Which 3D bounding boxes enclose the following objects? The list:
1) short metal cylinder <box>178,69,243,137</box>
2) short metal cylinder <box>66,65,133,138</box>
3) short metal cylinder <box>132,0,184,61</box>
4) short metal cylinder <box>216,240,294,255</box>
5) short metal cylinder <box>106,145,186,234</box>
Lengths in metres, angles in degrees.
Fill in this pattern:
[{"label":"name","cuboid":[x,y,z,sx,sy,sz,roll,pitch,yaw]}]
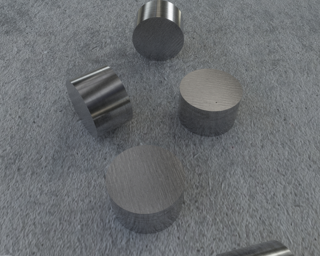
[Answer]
[{"label":"short metal cylinder","cuboid":[0.066,-0.035,0.417,0.080,0.050,0.080,0,50,0]},{"label":"short metal cylinder","cuboid":[-0.078,-0.034,0.395,0.050,0.080,0.080,-29,56,-22]},{"label":"short metal cylinder","cuboid":[-0.002,-0.155,0.498,0.080,0.080,0.050,2,50,1]},{"label":"short metal cylinder","cuboid":[0.083,0.138,0.252,0.050,0.080,0.080,-11,51,-9]},{"label":"short metal cylinder","cuboid":[-0.014,0.065,0.332,0.080,0.050,0.080,0,50,0]}]
